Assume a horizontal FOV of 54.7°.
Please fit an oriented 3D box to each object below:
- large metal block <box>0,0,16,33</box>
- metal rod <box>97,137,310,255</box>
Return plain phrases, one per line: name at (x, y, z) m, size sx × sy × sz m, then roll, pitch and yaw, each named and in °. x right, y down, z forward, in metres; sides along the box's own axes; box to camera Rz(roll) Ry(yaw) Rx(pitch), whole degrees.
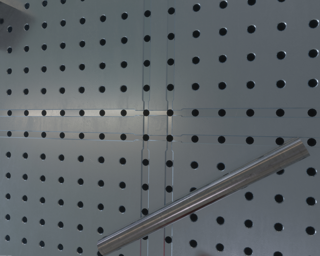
large metal block at (-0.300, -0.193, 0.505) m, size 0.080 × 0.050 × 0.080 m, roll 43°, pitch 103°, yaw 15°
metal rod at (0.042, 0.095, 0.397) m, size 0.300 × 0.025 × 0.025 m, roll -31°, pitch 80°, yaw 17°
